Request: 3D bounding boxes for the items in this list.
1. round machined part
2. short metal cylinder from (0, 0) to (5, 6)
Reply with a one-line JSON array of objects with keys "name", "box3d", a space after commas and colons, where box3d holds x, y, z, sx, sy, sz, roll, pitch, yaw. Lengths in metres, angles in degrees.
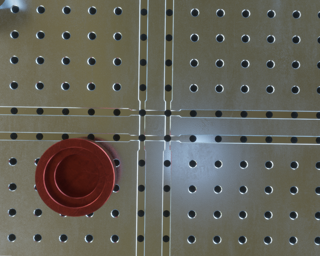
[{"name": "round machined part", "box3d": [-0.106, 0.061, 0.404, 0.099, 0.042, 0.097, 0, 90, -1]}, {"name": "short metal cylinder", "box3d": [-0.242, -0.181, 0.383, 0.080, 0.080, 0.050, -23, 90, 0]}]
